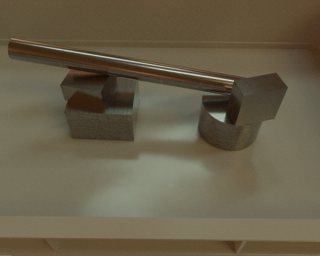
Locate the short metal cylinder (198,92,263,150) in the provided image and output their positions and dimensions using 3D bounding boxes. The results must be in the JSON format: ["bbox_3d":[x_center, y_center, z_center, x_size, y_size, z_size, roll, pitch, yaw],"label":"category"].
[{"bbox_3d":[0.093,-0.018,0.403,0.081,0.050,0.080,0,50,0],"label":"short metal cylinder"}]

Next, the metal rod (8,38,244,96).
[{"bbox_3d":[-0.023,-0.069,0.369,0.302,0.025,0.025,9,50,-3],"label":"metal rod"}]

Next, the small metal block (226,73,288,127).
[{"bbox_3d":[0.107,-0.031,0.348,0.050,0.050,0.025,-11,51,-10],"label":"small metal block"}]

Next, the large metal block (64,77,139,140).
[{"bbox_3d":[-0.072,-0.032,0.411,0.081,0.050,0.080,2,50,1],"label":"large metal block"}]

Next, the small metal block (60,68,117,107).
[{"bbox_3d":[-0.087,-0.056,0.384,0.050,0.025,0.050,10,50,8],"label":"small metal block"}]
